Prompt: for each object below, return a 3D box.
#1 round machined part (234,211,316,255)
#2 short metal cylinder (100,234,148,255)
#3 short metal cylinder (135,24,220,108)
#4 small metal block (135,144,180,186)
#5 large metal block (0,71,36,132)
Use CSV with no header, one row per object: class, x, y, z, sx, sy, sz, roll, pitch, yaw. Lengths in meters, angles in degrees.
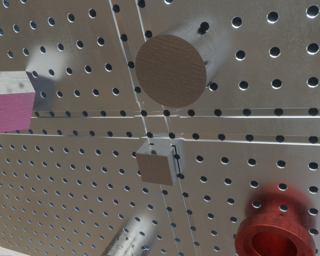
round machined part,0.153,0.151,0.413,0.098,0.042,0.097,13,124,21
short metal cylinder,-0.069,0.249,0.586,0.080,0.050,0.079,13,124,21
short metal cylinder,0.020,-0.069,0.342,0.080,0.050,0.079,13,124,21
small metal block,-0.003,0.053,0.446,0.050,0.025,0.050,3,120,26
large metal block,-0.244,-0.039,0.471,0.050,0.081,0.079,55,135,28
